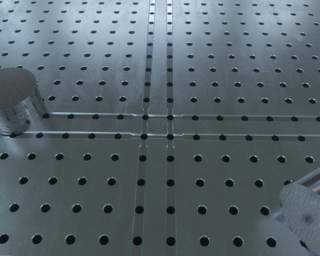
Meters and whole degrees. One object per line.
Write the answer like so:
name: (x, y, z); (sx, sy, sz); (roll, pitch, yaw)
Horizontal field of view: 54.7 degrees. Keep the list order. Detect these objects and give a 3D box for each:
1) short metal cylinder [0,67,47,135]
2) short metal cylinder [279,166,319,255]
short metal cylinder: (-0.202, -0.037, 0.421); (0.081, 0.050, 0.080); (0, 50, 0)
short metal cylinder: (0.167, 0.081, 0.305); (0.050, 0.080, 0.080); (-23, 54, -18)
